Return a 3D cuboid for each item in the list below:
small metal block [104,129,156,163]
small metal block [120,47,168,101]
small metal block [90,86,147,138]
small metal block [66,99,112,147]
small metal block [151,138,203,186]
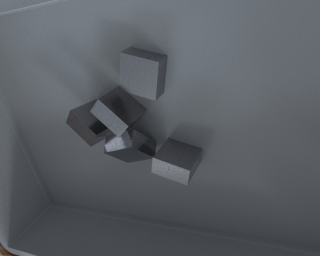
[{"bbox_3d":[-0.041,0.027,0.430,0.050,0.025,0.050,-14,151,33],"label":"small metal block"},{"bbox_3d":[-0.021,-0.067,0.378,0.050,0.025,0.050,18,126,18],"label":"small metal block"},{"bbox_3d":[-0.053,-0.022,0.406,0.050,0.050,0.025,42,127,1],"label":"small metal block"},{"bbox_3d":[-0.092,-0.008,0.431,0.050,0.050,0.025,42,130,12],"label":"small metal block"},{"bbox_3d":[0.023,0.043,0.407,0.050,0.050,0.025,18,125,18],"label":"small metal block"}]
